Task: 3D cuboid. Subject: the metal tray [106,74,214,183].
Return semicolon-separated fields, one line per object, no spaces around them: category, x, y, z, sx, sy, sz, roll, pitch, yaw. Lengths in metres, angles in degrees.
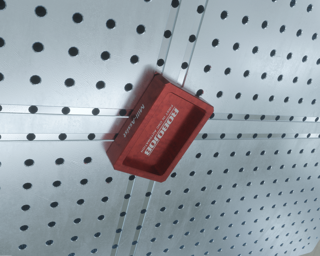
metal tray;0.001;0.005;0.411;0.090;0.030;0.129;24;106;-37
